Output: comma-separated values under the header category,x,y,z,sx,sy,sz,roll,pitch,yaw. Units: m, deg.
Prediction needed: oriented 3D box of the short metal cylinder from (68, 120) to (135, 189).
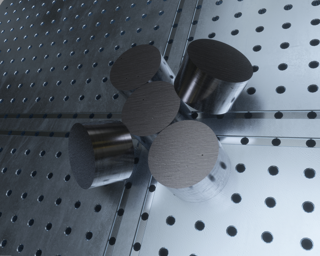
category,x,y,z,sx,sy,sz,roll,pitch,yaw
short metal cylinder,-0.074,0.031,0.384,0.080,0.050,0.079,12,105,52

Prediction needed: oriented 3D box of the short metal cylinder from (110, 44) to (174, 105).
category,x,y,z,sx,sy,sz,roll,pitch,yaw
short metal cylinder,-0.025,-0.073,0.448,0.080,0.050,0.080,-13,56,20

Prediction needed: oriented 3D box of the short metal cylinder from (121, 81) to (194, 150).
category,x,y,z,sx,sy,sz,roll,pitch,yaw
short metal cylinder,-0.002,-0.014,0.400,0.080,0.050,0.080,-13,56,20

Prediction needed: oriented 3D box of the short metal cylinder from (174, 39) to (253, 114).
category,x,y,z,sx,sy,sz,roll,pitch,yaw
short metal cylinder,0.063,-0.062,0.371,0.081,0.050,0.080,11,46,-11

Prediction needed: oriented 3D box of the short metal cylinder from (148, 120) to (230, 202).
category,x,y,z,sx,sy,sz,roll,pitch,yaw
short metal cylinder,0.034,0.038,0.350,0.080,0.050,0.080,-13,56,20
